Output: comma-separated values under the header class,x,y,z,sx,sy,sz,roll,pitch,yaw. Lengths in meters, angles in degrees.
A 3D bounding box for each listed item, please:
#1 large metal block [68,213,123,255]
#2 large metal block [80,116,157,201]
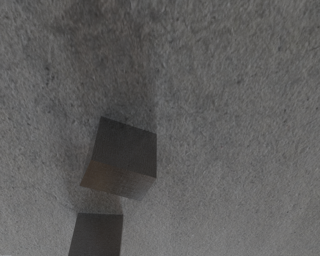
class,x,y,z,sx,sy,sz,roll,pitch,yaw
large metal block,-0.108,0.198,0.538,0.081,0.080,0.050,4,130,-4
large metal block,-0.051,0.039,0.404,0.081,0.080,0.050,18,128,-16
